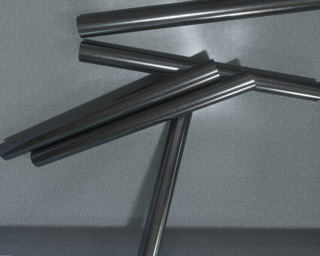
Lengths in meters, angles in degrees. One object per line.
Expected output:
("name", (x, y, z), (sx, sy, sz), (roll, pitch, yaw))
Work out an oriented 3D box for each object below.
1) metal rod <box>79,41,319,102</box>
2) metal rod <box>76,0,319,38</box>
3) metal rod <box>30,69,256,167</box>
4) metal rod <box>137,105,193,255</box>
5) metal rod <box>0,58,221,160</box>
("metal rod", (0.053, -0.070, 0.385), (0.302, 0.025, 0.025), (9, 110, -4))
("metal rod", (0.055, -0.135, 0.361), (0.302, 0.025, 0.025), (-6, 110, 2))
("metal rod", (-0.031, -0.007, 0.391), (0.301, 0.025, 0.025), (-20, 109, 13))
("metal rod", (-0.004, 0.114, 0.378), (0.025, 0.025, 0.299), (15, 80, -6))
("metal rod", (-0.073, -0.018, 0.388), (0.301, 0.025, 0.025), (-20, 109, 13))
